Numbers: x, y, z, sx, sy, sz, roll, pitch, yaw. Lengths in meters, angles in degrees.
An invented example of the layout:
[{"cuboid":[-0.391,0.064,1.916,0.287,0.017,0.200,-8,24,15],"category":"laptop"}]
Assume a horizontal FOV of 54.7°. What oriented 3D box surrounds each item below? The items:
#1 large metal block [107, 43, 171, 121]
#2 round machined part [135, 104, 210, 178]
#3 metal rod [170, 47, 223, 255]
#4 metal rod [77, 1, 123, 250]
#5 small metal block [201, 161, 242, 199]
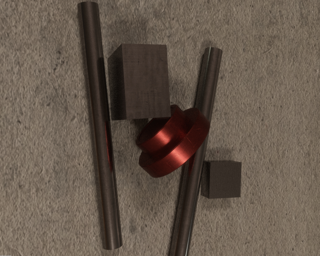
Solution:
[{"cuboid":[-0.028,-0.051,0.370,0.050,0.080,0.079,-4,92,-20],"category":"large metal block"},{"cuboid":[0.009,0.009,0.375,0.042,0.098,0.098,46,76,-15],"category":"round machined part"},{"cuboid":[0.050,0.037,0.428,0.025,0.025,0.298,11,86,-20],"category":"metal rod"},{"cuboid":[-0.073,-0.001,0.382,0.025,0.025,0.298,-6,92,-20],"category":"metal rod"},{"cuboid":[0.087,0.073,0.443,0.050,0.025,0.050,2,89,-21],"category":"small metal block"}]
